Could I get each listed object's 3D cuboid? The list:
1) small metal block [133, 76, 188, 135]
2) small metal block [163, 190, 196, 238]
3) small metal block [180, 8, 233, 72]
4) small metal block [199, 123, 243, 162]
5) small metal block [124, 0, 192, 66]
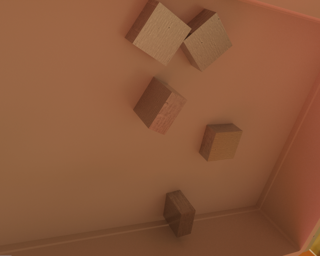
[{"bbox_3d":[-0.001,-0.028,0.376,0.025,0.050,0.050,23,106,-37],"label":"small metal block"},{"bbox_3d":[0.030,0.136,0.495,0.025,0.050,0.050,-8,122,-25],"label":"small metal block"},{"bbox_3d":[0.052,-0.105,0.374,0.050,0.025,0.050,-41,130,0],"label":"small metal block"},{"bbox_3d":[0.093,0.022,0.475,0.050,0.025,0.050,-3,120,-27],"label":"small metal block"},{"bbox_3d":[-0.002,-0.105,0.344,0.050,0.025,0.050,27,104,-38],"label":"small metal block"}]
